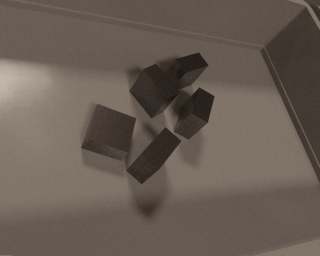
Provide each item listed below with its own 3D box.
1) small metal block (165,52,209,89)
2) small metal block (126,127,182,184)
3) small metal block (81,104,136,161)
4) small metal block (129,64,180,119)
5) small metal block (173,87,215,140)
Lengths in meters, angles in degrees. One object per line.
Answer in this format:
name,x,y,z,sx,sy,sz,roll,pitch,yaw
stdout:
small metal block,0.036,-0.082,0.461,0.050,0.050,0.025,-25,76,-37
small metal block,-0.008,0.033,0.367,0.025,0.050,0.050,42,51,0
small metal block,-0.061,0.006,0.371,0.050,0.025,0.050,21,54,-16
small metal block,-0.008,-0.049,0.416,0.025,0.050,0.050,-33,81,-38
small metal block,0.047,-0.020,0.429,0.025,0.050,0.050,29,52,-11
